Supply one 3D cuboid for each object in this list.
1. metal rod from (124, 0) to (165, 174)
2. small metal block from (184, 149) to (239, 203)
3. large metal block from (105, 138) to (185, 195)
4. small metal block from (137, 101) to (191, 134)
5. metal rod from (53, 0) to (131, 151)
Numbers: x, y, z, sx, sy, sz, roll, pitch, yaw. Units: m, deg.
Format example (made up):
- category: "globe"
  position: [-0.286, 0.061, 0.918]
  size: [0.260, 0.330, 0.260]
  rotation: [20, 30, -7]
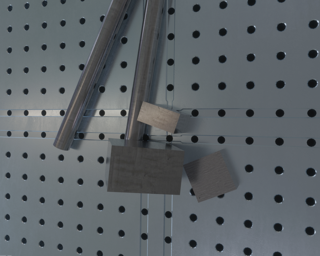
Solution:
- category: "metal rod"
  position: [-0.021, -0.080, 0.419]
  size: [0.025, 0.025, 0.298]
  rotation: [10, 93, 19]
- category: "small metal block"
  position: [0.064, 0.060, 0.390]
  size: [0.050, 0.025, 0.050]
  rotation: [-25, 82, 18]
- category: "large metal block"
  position: [-0.022, 0.044, 0.375]
  size: [0.081, 0.080, 0.050]
  rotation: [5, 93, -12]
- category: "small metal block"
  position: [0.006, -0.013, 0.397]
  size: [0.050, 0.050, 0.025]
  rotation: [20, 97, 19]
- category: "metal rod"
  position: [-0.087, -0.106, 0.442]
  size: [0.025, 0.025, 0.298]
  rotation: [27, 99, 18]
